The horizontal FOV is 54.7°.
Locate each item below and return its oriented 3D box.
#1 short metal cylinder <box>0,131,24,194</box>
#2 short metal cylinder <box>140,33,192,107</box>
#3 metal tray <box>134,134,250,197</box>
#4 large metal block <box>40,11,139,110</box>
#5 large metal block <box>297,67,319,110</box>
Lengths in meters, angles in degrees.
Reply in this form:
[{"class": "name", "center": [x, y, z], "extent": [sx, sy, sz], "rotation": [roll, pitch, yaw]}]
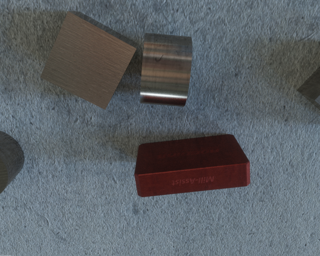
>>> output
[{"class": "short metal cylinder", "center": [-0.232, 0.048, 0.412], "extent": [0.081, 0.050, 0.079], "rotation": [0, 110, 0]}, {"class": "short metal cylinder", "center": [0.006, -0.066, 0.356], "extent": [0.050, 0.080, 0.079], "rotation": [5, 110, -2]}, {"class": "metal tray", "center": [0.037, 0.044, 0.391], "extent": [0.131, 0.090, 0.030], "rotation": [-6, 110, 2]}, {"class": "large metal block", "center": [-0.080, -0.080, 0.366], "extent": [0.080, 0.050, 0.080], "rotation": [27, 108, -10]}, {"class": "large metal block", "center": [0.236, -0.047, 0.381], "extent": [0.080, 0.050, 0.080], "rotation": [36, 106, -13]}]
